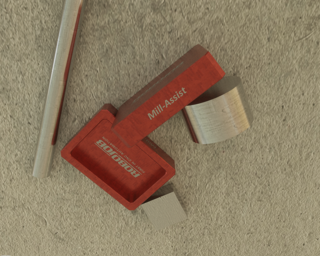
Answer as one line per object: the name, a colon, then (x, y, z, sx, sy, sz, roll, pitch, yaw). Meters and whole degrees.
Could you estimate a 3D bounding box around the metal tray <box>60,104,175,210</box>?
metal tray: (-0.054, 0.042, 0.421, 0.130, 0.030, 0.090, 43, 104, -15)

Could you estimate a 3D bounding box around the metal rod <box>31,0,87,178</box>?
metal rod: (-0.122, -0.071, 0.381, 0.025, 0.025, 0.298, 16, 109, -6)

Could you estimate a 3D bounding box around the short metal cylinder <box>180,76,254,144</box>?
short metal cylinder: (0.066, -0.023, 0.373, 0.080, 0.080, 0.050, -21, 109, 7)

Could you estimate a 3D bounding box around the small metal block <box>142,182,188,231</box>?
small metal block: (0.007, 0.115, 0.452, 0.050, 0.025, 0.050, -24, 109, 8)

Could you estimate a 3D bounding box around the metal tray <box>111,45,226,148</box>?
metal tray: (0.006, -0.041, 0.360, 0.130, 0.090, 0.030, -37, 106, 12)
